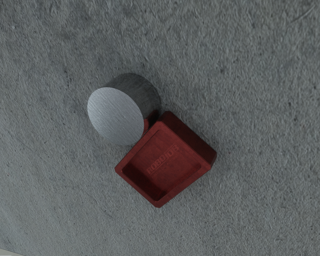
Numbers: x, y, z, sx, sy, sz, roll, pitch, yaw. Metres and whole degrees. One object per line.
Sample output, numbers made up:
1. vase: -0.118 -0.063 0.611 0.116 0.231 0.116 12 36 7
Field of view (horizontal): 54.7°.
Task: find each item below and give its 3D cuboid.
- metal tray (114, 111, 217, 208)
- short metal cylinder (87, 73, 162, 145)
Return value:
1. metal tray: 0.004 0.048 0.431 0.090 0.030 0.129 42 129 -1
2. short metal cylinder: -0.045 -0.025 0.399 0.080 0.050 0.079 13 124 21
